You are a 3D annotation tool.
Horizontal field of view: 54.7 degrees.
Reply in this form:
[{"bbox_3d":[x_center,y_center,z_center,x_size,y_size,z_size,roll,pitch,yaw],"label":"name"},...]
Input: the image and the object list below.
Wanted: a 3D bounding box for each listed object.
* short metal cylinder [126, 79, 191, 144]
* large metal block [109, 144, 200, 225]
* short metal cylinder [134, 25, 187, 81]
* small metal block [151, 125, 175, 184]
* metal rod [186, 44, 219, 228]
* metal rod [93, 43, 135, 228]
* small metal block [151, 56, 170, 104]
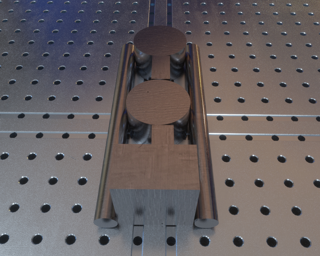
[{"bbox_3d":[-0.002,-0.018,0.406,0.080,0.050,0.080,0,50,0],"label":"short metal cylinder"},{"bbox_3d":[-0.004,0.061,0.321,0.080,0.080,0.050,1,50,0],"label":"large metal block"},{"bbox_3d":[0.000,-0.118,0.490,0.080,0.050,0.080,0,50,0],"label":"short metal cylinder"},{"bbox_3d":[0.003,0.032,0.364,0.025,0.050,0.050,0,50,0],"label":"small metal block"},{"bbox_3d":[0.051,-0.015,0.419,0.025,0.025,0.300,1,50,1],"label":"metal rod"},{"bbox_3d":[-0.054,-0.016,0.419,0.025,0.025,0.300,1,50,1],"label":"metal rod"},{"bbox_3d":[0.001,-0.069,0.447,0.025,0.050,0.050,1,50,1],"label":"small metal block"}]
